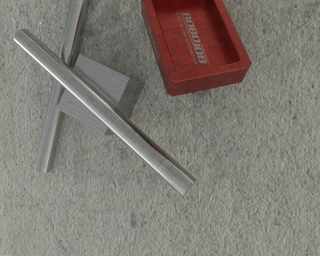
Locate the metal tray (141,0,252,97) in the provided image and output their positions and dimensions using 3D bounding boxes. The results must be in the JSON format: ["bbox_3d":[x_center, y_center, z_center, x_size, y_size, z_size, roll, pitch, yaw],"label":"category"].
[{"bbox_3d":[0.036,-0.106,0.353,0.091,0.030,0.130,-13,67,-9],"label":"metal tray"}]

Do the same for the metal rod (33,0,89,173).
[{"bbox_3d":[-0.142,-0.080,0.457,0.025,0.025,0.298,16,95,19],"label":"metal rod"}]

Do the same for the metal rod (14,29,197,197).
[{"bbox_3d":[-0.077,-0.028,0.381,0.300,0.025,0.025,41,103,15],"label":"metal rod"}]

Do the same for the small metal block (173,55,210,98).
[{"bbox_3d":[0.036,-0.065,0.382,0.050,0.050,0.025,42,103,15],"label":"small metal block"}]

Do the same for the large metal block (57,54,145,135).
[{"bbox_3d":[-0.080,-0.044,0.423,0.080,0.050,0.080,28,99,17],"label":"large metal block"}]
